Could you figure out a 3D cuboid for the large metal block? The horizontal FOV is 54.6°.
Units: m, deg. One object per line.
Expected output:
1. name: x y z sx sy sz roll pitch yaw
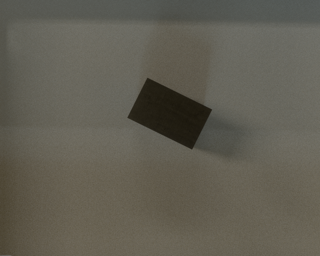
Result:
1. large metal block: 0.011 -0.016 0.384 0.080 0.080 0.050 26 90 0
